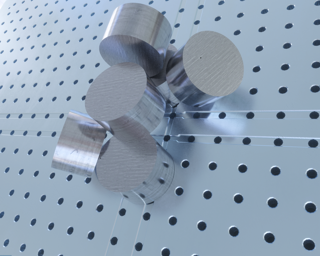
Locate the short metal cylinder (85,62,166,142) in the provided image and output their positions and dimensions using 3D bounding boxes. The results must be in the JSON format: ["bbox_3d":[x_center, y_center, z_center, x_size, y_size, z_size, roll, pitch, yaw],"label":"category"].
[{"bbox_3d":[-0.040,-0.031,0.367,0.080,0.050,0.080,-13,56,21],"label":"short metal cylinder"}]

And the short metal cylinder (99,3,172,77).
[{"bbox_3d":[-0.029,-0.107,0.388,0.080,0.080,0.050,0,62,28],"label":"short metal cylinder"}]

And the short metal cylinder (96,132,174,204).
[{"bbox_3d":[-0.029,0.047,0.378,0.080,0.050,0.080,-13,57,21],"label":"short metal cylinder"}]

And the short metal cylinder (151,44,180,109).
[{"bbox_3d":[-0.001,-0.073,0.437,0.080,0.050,0.080,-13,57,21],"label":"short metal cylinder"}]

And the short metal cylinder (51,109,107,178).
[{"bbox_3d":[-0.104,0.021,0.408,0.050,0.080,0.080,18,64,-12],"label":"short metal cylinder"}]

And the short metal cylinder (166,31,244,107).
[{"bbox_3d":[0.054,-0.070,0.379,0.080,0.080,0.050,-66,15,-19],"label":"short metal cylinder"}]
